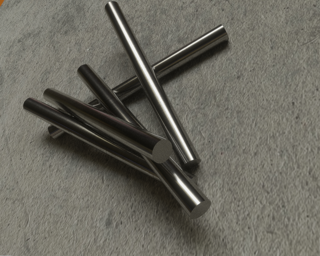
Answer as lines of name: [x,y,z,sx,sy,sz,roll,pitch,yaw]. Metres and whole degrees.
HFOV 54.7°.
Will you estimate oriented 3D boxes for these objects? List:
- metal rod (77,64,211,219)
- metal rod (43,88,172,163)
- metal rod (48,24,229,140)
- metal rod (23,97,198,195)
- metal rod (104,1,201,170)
metal rod: [-0.040,-0.005,0.392,0.025,0.025,0.300,-42,50,-1]
metal rod: [-0.091,-0.016,0.412,0.300,0.025,0.025,23,74,47]
metal rod: [-0.038,-0.064,0.463,0.300,0.025,0.025,-29,52,9]
metal rod: [-0.085,0.014,0.419,0.300,0.025,0.025,23,74,29]
metal rod: [-0.021,-0.076,0.431,0.025,0.025,0.299,-30,61,9]
